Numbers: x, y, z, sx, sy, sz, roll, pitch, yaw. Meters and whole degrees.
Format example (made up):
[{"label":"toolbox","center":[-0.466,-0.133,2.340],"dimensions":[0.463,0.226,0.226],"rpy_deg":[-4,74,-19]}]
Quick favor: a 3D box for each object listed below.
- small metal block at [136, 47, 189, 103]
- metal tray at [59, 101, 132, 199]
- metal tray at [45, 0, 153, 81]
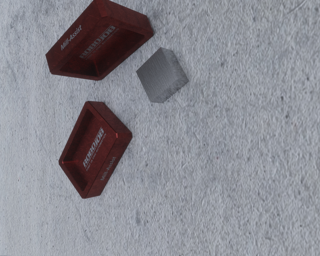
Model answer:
[{"label":"small metal block","center":[0.002,-0.067,0.401],"dimensions":[0.050,0.025,0.050],"rpy_deg":[-38,67,33]},{"label":"metal tray","center":[-0.105,0.034,0.485],"dimensions":[0.090,0.030,0.129],"rpy_deg":[45,116,30]},{"label":"metal tray","center":[-0.085,-0.115,0.430],"dimensions":[0.130,0.091,0.030],"rpy_deg":[-31,71,35]}]
